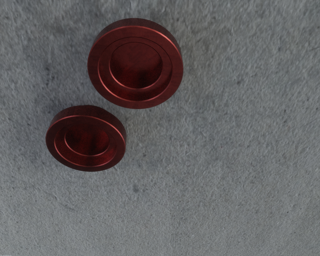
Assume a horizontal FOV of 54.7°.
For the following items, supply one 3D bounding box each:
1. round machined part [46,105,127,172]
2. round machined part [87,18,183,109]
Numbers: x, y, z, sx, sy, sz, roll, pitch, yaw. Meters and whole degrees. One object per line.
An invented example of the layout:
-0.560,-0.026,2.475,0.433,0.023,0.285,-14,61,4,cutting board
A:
-0.092,0.009,0.403,0.099,0.042,0.097,-1,130,0,round machined part
-0.025,-0.071,0.335,0.099,0.042,0.097,-1,130,0,round machined part
